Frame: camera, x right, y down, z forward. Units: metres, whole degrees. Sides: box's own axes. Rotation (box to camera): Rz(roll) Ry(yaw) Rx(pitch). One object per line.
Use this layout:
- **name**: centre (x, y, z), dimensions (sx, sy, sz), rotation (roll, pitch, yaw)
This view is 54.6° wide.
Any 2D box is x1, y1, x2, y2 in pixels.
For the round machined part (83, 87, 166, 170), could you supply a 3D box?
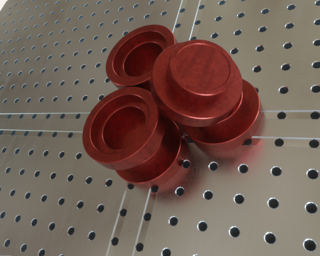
- **round machined part**: centre (-0.037, 0.004, 0.361), dimensions (0.098, 0.042, 0.098), rotation (-13, 56, 21)

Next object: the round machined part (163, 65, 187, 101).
- **round machined part**: centre (0.002, -0.063, 0.437), dimensions (0.098, 0.042, 0.098), rotation (-13, 56, 21)

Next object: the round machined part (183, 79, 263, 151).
- **round machined part**: centre (0.071, -0.024, 0.376), dimensions (0.098, 0.042, 0.098), rotation (-13, 56, 21)

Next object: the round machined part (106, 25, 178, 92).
- **round machined part**: centre (-0.018, -0.083, 0.404), dimensions (0.098, 0.042, 0.098), rotation (-13, 56, 21)

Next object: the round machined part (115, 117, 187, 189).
- **round machined part**: centre (-0.019, 0.024, 0.395), dimensions (0.098, 0.042, 0.098), rotation (-13, 56, 21)

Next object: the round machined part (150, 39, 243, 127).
- **round machined part**: centre (0.040, -0.054, 0.328), dimensions (0.099, 0.042, 0.098), rotation (3, 65, -6)
